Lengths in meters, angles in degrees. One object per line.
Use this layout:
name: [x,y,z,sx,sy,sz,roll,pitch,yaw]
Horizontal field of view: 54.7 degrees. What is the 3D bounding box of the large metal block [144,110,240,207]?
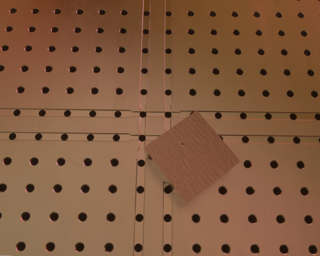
large metal block: [0.037,0.039,0.385,0.080,0.050,0.080,-35,74,-12]
